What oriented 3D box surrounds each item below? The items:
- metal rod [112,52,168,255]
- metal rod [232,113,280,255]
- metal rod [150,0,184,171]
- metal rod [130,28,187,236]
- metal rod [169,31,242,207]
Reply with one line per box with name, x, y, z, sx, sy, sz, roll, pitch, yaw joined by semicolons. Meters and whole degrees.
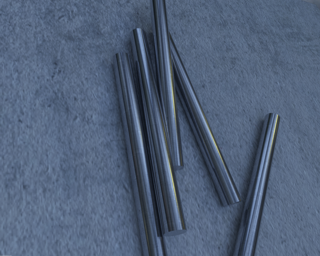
metal rod;-0.026;0.033;0.370;0.025;0.025;0.299;2;61;-28
metal rod;0.133;0.088;0.423;0.025;0.025;0.301;33;51;-7
metal rod;0.006;-0.087;0.443;0.025;0.025;0.299;7;64;-25
metal rod;-0.009;-0.017;0.397;0.025;0.025;0.299;6;55;-26
metal rod;0.046;-0.034;0.450;0.025;0.025;0.299;-6;65;-31
